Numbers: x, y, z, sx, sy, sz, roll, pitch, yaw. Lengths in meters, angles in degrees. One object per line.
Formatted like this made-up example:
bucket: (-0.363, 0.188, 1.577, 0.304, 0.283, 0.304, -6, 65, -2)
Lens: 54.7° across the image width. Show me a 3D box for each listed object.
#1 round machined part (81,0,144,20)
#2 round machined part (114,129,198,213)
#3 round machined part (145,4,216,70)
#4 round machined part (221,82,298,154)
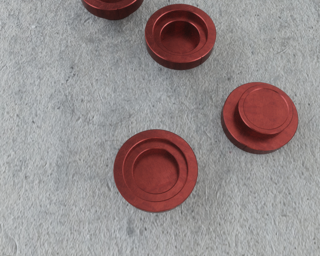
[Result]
round machined part: (-0.072, -0.205, 0.474, 0.099, 0.042, 0.098, 0, 70, 0)
round machined part: (-0.005, 0.054, 0.379, 0.099, 0.042, 0.098, 0, 70, 0)
round machined part: (0.028, -0.125, 0.445, 0.099, 0.042, 0.098, 0, 70, 0)
round machined part: (0.133, -0.018, 0.406, 0.099, 0.042, 0.098, 0, 70, 0)
